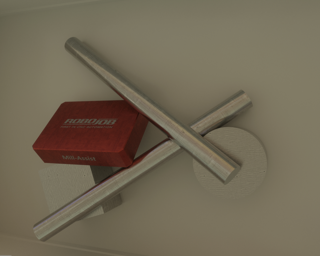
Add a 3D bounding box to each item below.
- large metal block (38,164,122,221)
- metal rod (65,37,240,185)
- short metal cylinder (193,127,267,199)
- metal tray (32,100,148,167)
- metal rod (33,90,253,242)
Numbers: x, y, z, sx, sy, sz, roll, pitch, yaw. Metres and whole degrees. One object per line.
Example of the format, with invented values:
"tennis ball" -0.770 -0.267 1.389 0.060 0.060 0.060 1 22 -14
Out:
"large metal block" -0.110 0.083 0.430 0.080 0.050 0.080 -20 84 18
"metal rod" -0.028 -0.037 0.387 0.300 0.025 0.025 40 103 28
"short metal cylinder" 0.084 0.038 0.365 0.080 0.050 0.079 0 90 19
"metal tray" -0.088 0.004 0.407 0.130 0.030 0.090 0 46 21
"metal rod" -0.022 0.047 0.377 0.301 0.025 0.025 -33 79 2
